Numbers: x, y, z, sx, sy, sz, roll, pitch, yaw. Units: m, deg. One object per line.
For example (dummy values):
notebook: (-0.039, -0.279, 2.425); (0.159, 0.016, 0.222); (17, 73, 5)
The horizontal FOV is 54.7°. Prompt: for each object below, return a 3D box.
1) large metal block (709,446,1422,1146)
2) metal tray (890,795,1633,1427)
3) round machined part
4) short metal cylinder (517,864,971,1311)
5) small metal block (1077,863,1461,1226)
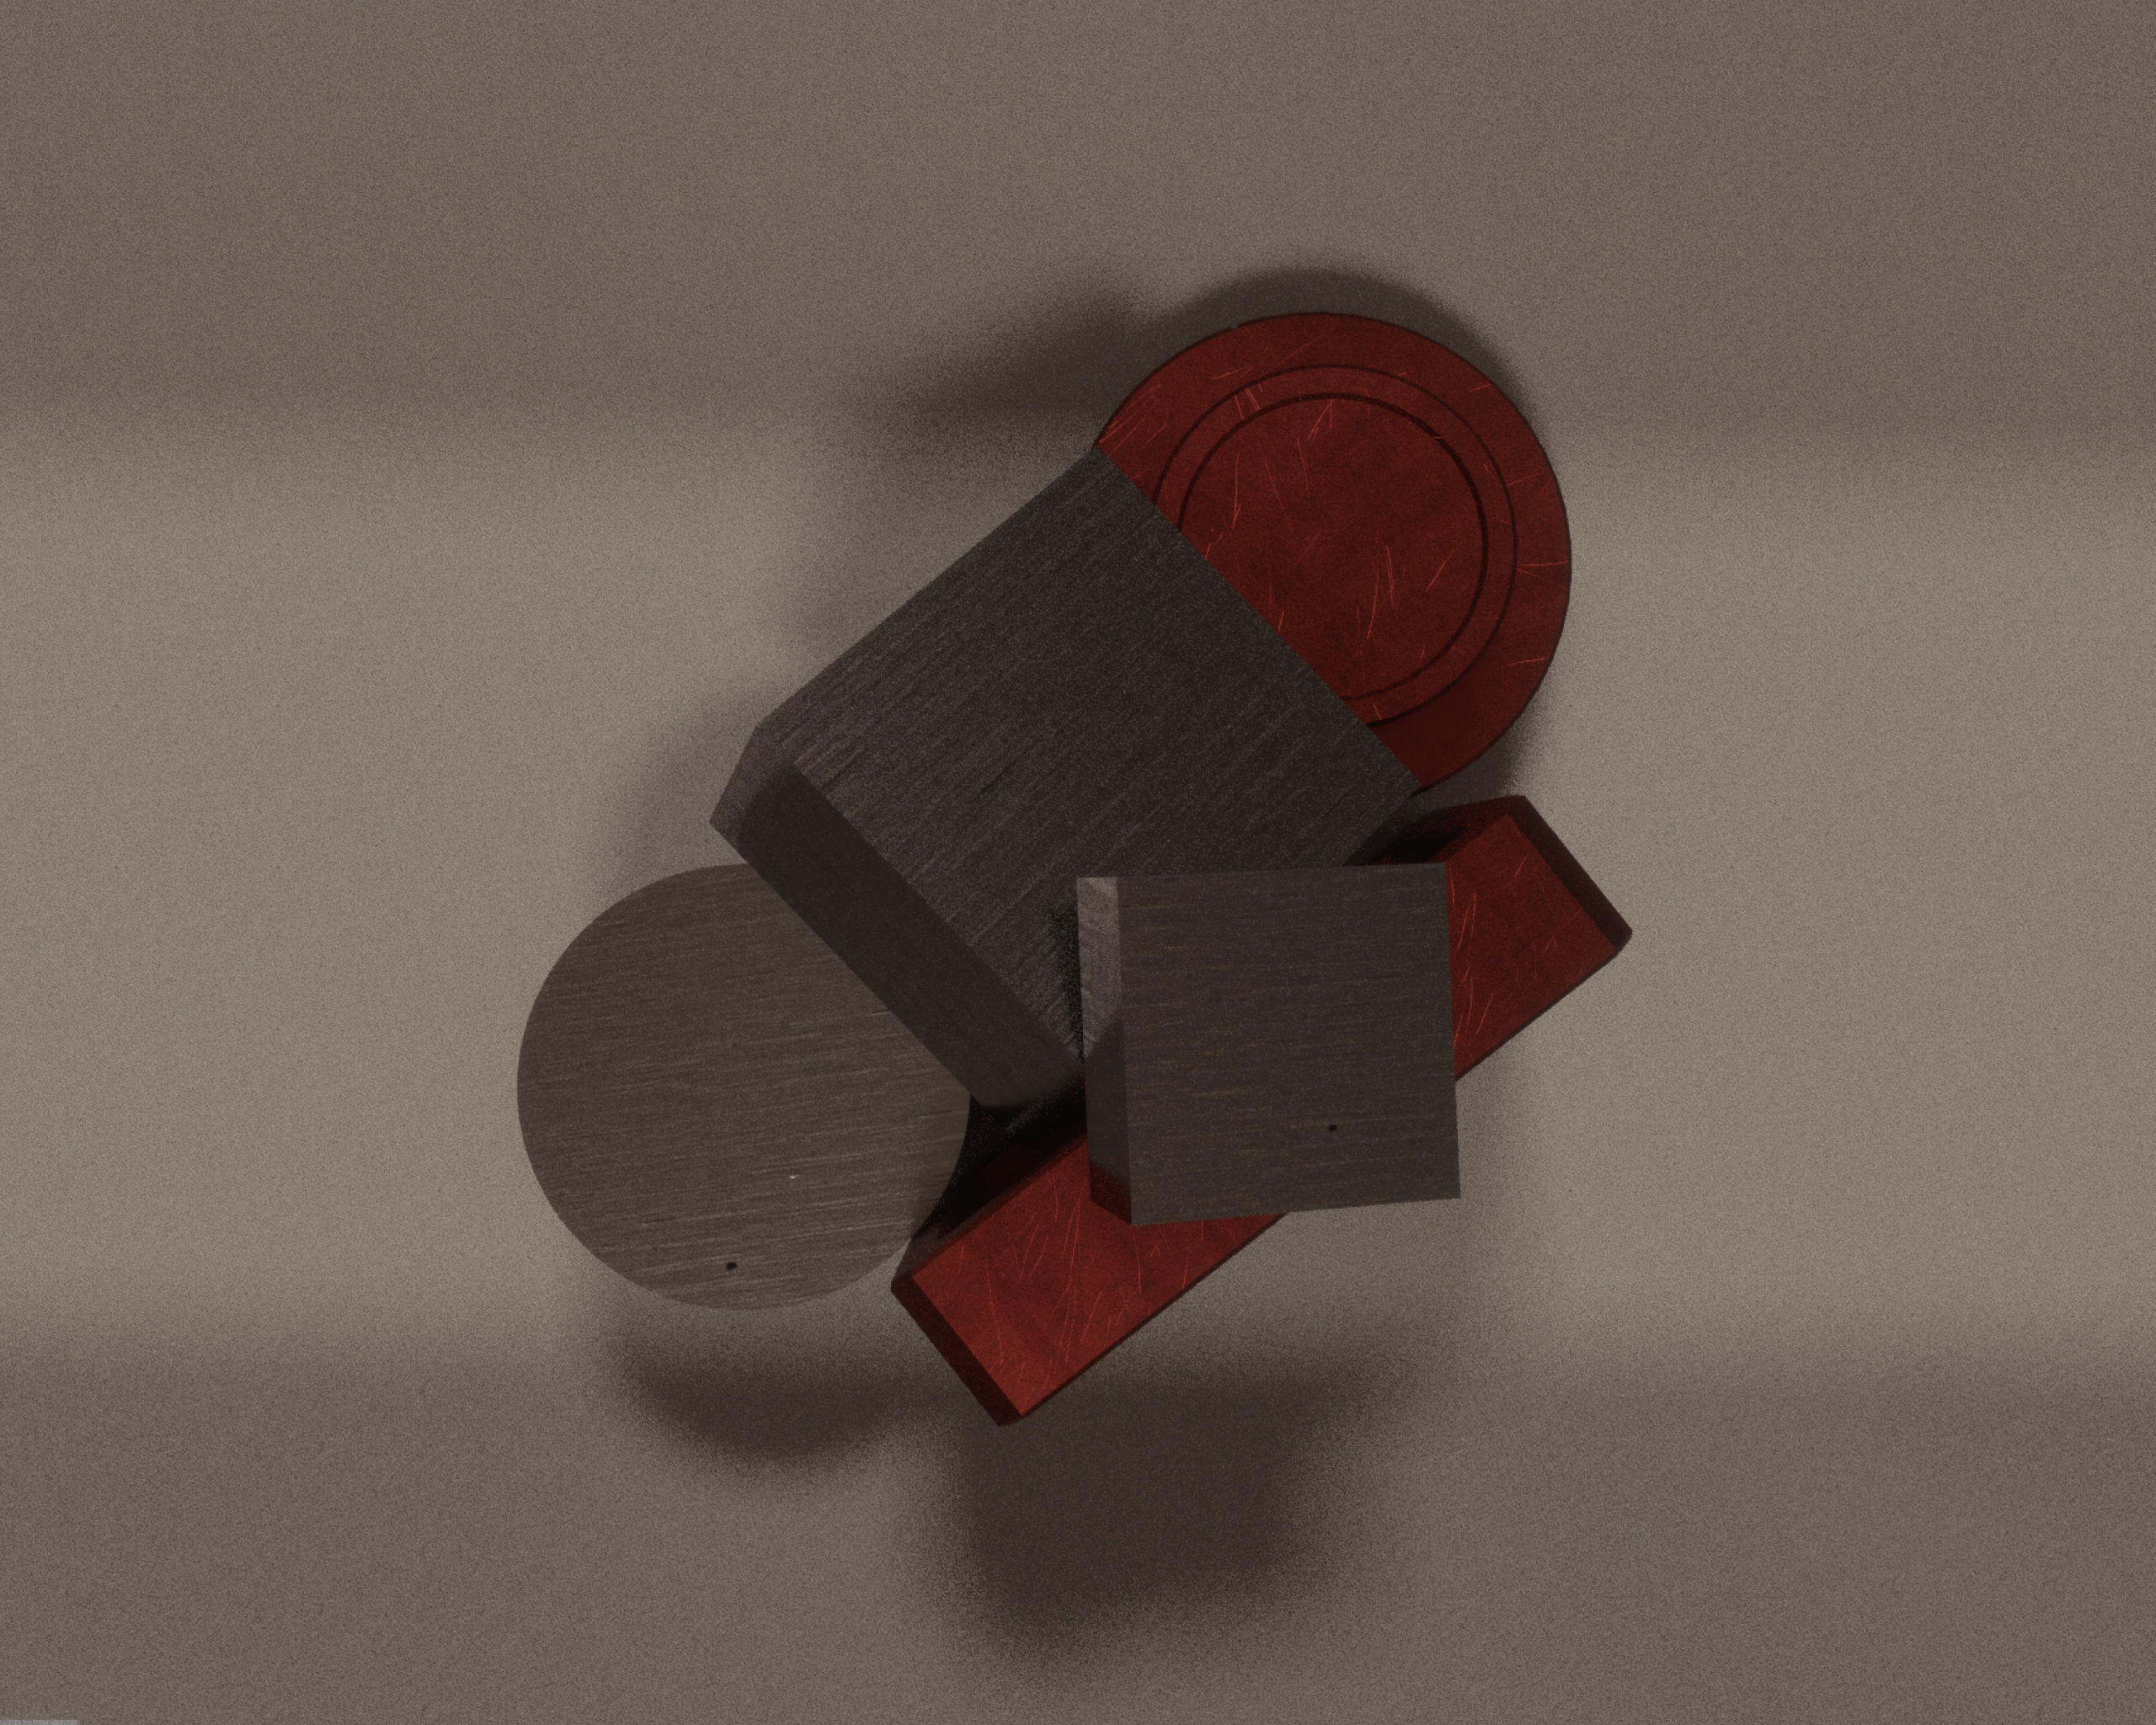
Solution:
large metal block: (-0.003, -0.010, 0.362); (0.080, 0.050, 0.080); (46, 65, 0)
metal tray: (0.030, 0.040, 0.377); (0.130, 0.090, 0.030); (-38, 90, -1)
round machined part: (0.046, -0.058, 0.402); (0.099, 0.042, 0.097); (0, 90, -1)
short metal cylinder: (-0.060, 0.040, 0.396); (0.081, 0.050, 0.079); (0, 90, -1)
small metal block: (0.028, 0.026, 0.315); (0.050, 0.025, 0.050); (-2, 89, -14)
